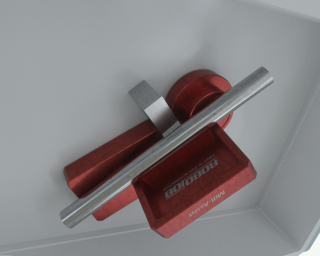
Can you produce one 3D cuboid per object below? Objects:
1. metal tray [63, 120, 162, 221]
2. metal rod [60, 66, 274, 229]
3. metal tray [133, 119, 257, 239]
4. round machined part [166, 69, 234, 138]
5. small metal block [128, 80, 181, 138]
[{"bbox_3d":[-0.048,0.058,0.415,0.131,0.030,0.090,-31,129,-9],"label":"metal tray"},{"bbox_3d":[0.008,0.024,0.376,0.301,0.025,0.025,-36,130,1],"label":"metal rod"},{"bbox_3d":[0.036,0.057,0.372,0.130,0.090,0.030,-35,132,3],"label":"metal tray"},{"bbox_3d":[0.059,-0.025,0.414,0.099,0.042,0.097,-14,125,-21],"label":"round machined part"},{"bbox_3d":[-0.007,-0.024,0.374,0.025,0.050,0.050,-38,130,-3],"label":"small metal block"}]
